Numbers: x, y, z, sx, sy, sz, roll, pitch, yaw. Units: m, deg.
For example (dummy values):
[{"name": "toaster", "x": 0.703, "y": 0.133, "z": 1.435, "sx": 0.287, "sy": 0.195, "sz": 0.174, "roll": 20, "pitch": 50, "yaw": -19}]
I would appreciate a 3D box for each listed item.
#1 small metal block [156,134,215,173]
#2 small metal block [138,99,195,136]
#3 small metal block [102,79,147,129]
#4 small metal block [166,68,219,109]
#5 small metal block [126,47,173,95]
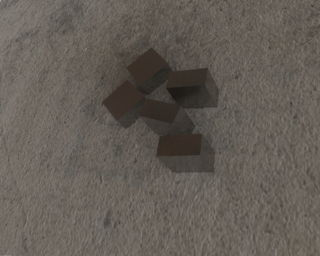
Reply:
[{"name": "small metal block", "x": 0.031, "y": 0.030, "z": 0.352, "sx": 0.050, "sy": 0.050, "sz": 0.025, "roll": -4, "pitch": 60, "yaw": 26}, {"name": "small metal block", "x": 0.009, "y": -0.009, "z": 0.387, "sx": 0.050, "sy": 0.050, "sz": 0.025, "roll": 15, "pitch": 70, "yaw": 33}, {"name": "small metal block", "x": -0.048, "y": -0.035, "z": 0.449, "sx": 0.050, "sy": 0.025, "sz": 0.050, "roll": -42, "pitch": 51, "yaw": -1}, {"name": "small metal block", "x": 0.043, "y": -0.049, "z": 0.394, "sx": 0.050, "sy": 0.050, "sz": 0.025, "roll": -1, "pitch": 62, "yaw": 27}, {"name": "small metal block", "x": -0.015, "y": -0.085, "z": 0.463, "sx": 0.050, "sy": 0.025, "sz": 0.050, "roll": -39, "pitch": 51, "yaw": 1}]
